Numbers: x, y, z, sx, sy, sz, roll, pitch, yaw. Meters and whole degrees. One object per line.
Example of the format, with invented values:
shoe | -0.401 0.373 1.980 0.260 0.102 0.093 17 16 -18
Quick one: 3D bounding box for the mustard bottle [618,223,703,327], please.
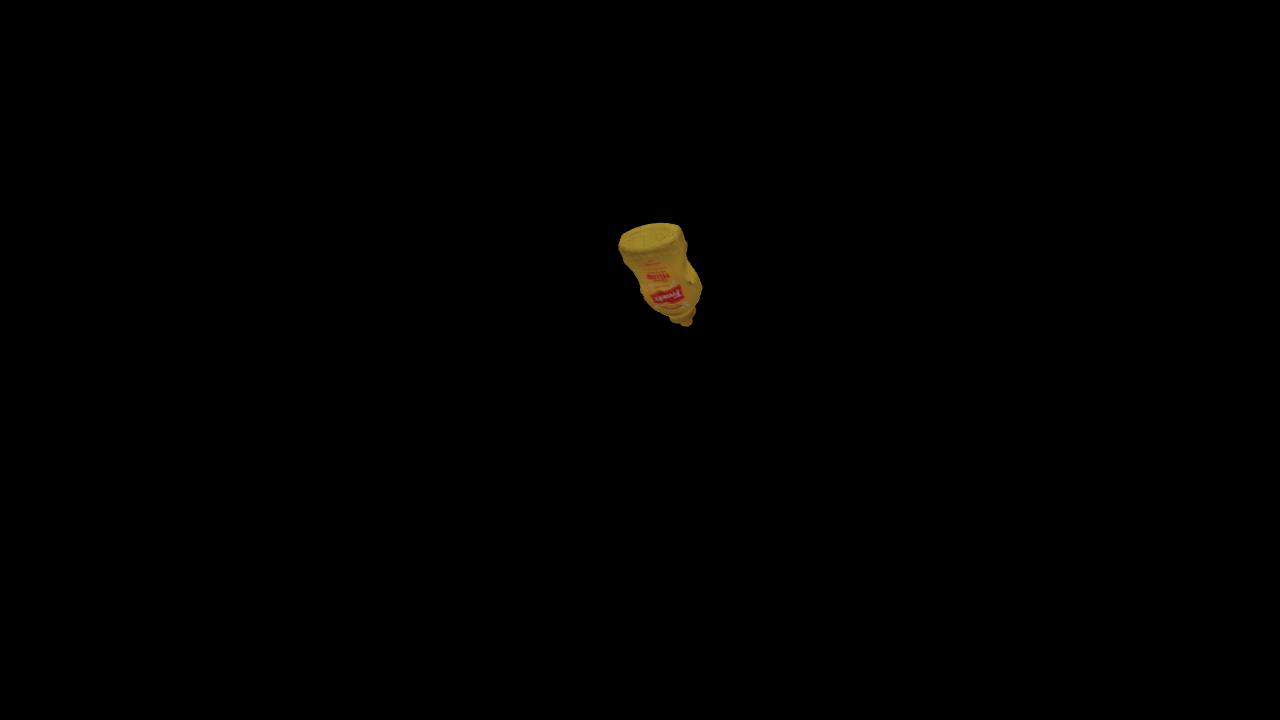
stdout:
mustard bottle | 0.042 -0.112 0.886 0.092 0.054 0.184 -8 -40 19
